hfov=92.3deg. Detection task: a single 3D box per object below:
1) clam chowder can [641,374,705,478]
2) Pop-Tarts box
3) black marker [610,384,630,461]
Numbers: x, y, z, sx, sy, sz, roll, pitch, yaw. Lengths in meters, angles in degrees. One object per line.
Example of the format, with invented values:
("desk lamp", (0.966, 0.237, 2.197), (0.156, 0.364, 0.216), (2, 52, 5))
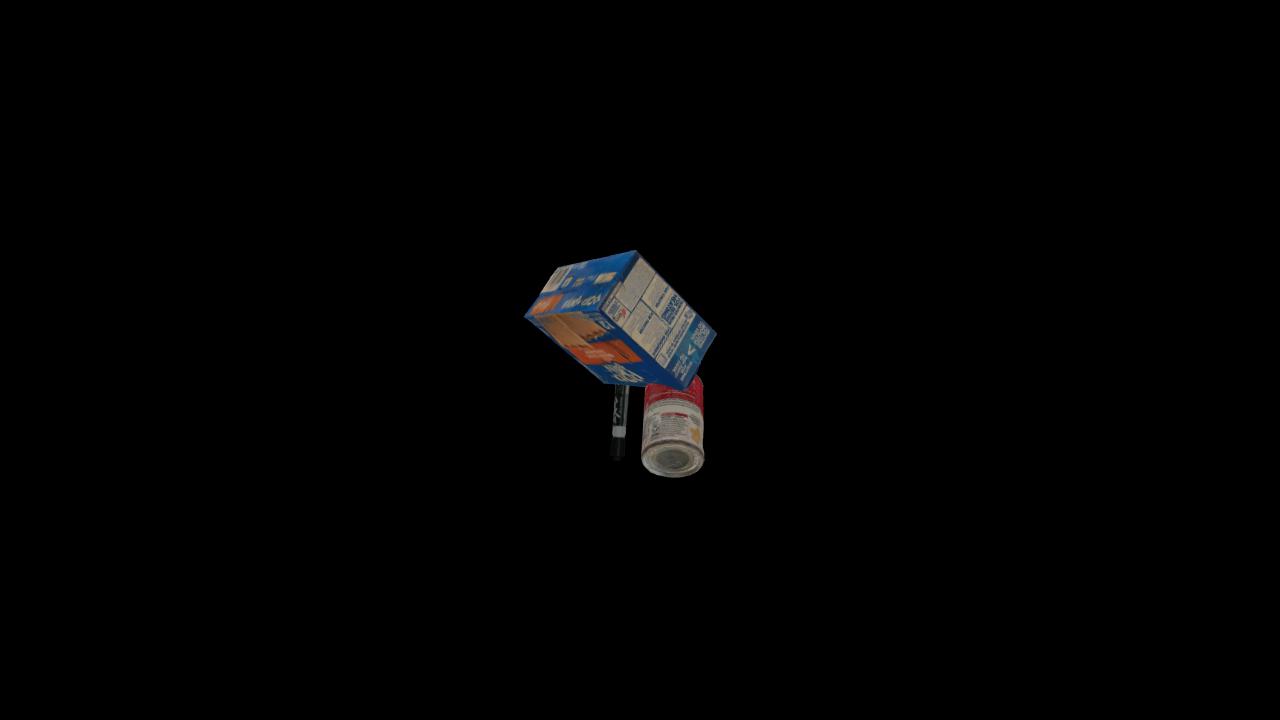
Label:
("clam chowder can", (0.036, 0.068, 0.669), (0.068, 0.102, 0.068), (2, -43, 2))
("Pop-Tarts box", (-0.026, -0.039, 0.697), (0.141, 0.083, 0.167), (42, -21, -29))
("black marker", (-0.024, 0.064, 0.766), (0.020, 0.121, 0.020), (4, -10, 1))
